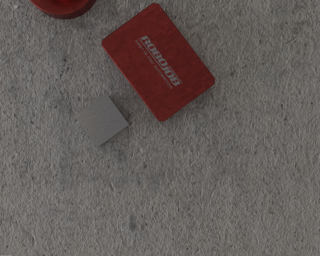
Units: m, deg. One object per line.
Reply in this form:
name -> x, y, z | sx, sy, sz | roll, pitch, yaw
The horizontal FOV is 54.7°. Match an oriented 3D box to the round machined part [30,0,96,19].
round machined part -> -0.130, -0.196, 0.400 | 0.099, 0.042, 0.097 | 0, 90, 0

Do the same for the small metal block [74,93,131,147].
small metal block -> -0.075, -0.010, 0.409 | 0.050, 0.025, 0.050 | -36, 90, 0

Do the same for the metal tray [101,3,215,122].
metal tray -> -0.002, -0.084, 0.407 | 0.090, 0.030, 0.130 | -37, 90, 0
